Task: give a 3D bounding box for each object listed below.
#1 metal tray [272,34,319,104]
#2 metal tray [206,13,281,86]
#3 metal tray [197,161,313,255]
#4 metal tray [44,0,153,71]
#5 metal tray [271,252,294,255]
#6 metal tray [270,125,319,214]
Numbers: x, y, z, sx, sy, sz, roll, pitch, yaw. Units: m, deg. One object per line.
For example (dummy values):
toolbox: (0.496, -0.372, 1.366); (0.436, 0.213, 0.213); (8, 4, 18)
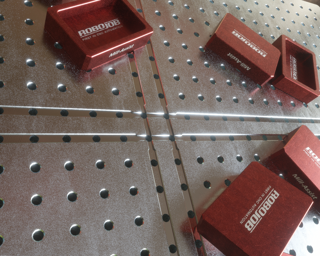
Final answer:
metal tray: (0.270, -0.120, 0.622); (0.090, 0.030, 0.130); (25, 53, -13)
metal tray: (0.158, -0.148, 0.580); (0.130, 0.030, 0.090); (35, 51, -6)
metal tray: (0.119, 0.106, 0.383); (0.090, 0.030, 0.131); (36, 47, 24)
metal tray: (-0.084, -0.144, 0.447); (0.090, 0.030, 0.131); (49, 51, 6)
metal tray: (0.157, 0.218, 0.355); (0.090, 0.030, 0.130); (22, 54, -15)
metal tray: (0.248, 0.068, 0.496); (0.130, 0.030, 0.091); (50, 51, 7)
